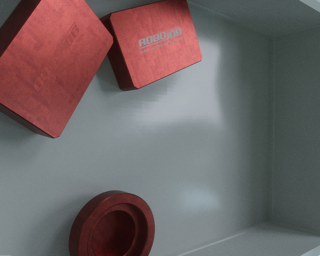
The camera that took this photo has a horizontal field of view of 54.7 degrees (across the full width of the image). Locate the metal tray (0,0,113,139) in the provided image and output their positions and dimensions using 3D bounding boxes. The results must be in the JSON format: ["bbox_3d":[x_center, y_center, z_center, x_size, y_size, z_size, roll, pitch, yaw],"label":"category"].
[{"bbox_3d":[-0.106,-0.067,0.298,0.090,0.030,0.130,49,59,-50],"label":"metal tray"}]

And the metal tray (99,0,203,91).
[{"bbox_3d":[-0.007,-0.111,0.399,0.131,0.030,0.090,-30,109,-36],"label":"metal tray"}]

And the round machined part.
[{"bbox_3d":[-0.057,0.119,0.350,0.099,0.042,0.097,0,90,-40],"label":"round machined part"}]

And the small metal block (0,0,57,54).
[{"bbox_3d":[-0.132,-0.105,0.297,0.050,0.025,0.050,22,76,-38],"label":"small metal block"}]
